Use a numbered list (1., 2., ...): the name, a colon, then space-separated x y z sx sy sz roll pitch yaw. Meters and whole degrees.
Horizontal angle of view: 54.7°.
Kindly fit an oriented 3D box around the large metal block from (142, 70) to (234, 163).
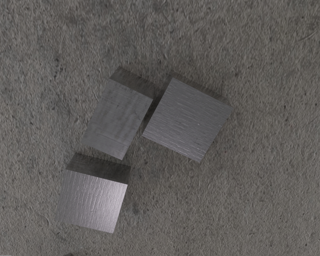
1. large metal block: 0.032 -0.016 0.391 0.080 0.050 0.080 26 108 -9

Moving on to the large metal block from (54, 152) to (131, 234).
1. large metal block: -0.091 0.089 0.428 0.080 0.050 0.079 15 109 -6

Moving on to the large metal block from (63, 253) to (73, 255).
1. large metal block: -0.168 0.251 0.471 0.080 0.080 0.050 -25 108 9

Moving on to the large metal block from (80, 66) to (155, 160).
1. large metal block: -0.048 -0.021 0.372 0.050 0.080 0.080 25 108 -9
